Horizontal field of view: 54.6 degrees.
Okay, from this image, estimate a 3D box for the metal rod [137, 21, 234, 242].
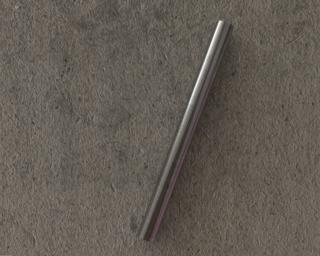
[{"bbox_3d":[0.034,0.004,0.410,0.025,0.025,0.299,20,90,0],"label":"metal rod"}]
